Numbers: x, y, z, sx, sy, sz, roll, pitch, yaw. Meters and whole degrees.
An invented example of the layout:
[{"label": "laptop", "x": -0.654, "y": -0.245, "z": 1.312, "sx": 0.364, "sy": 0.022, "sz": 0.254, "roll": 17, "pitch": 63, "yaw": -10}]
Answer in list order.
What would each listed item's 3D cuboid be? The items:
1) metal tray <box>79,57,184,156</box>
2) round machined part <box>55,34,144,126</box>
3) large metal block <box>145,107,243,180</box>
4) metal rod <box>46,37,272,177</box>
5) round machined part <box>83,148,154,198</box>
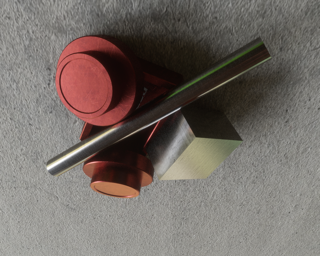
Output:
[{"label": "metal tray", "x": -0.037, "y": -0.022, "z": 0.386, "sx": 0.091, "sy": 0.030, "sz": 0.129, "roll": 19, "pitch": 128, "yaw": -16}, {"label": "round machined part", "x": -0.070, "y": -0.048, "z": 0.330, "sx": 0.098, "sy": 0.042, "sz": 0.097, "roll": 7, "pitch": 111, "yaw": 19}, {"label": "large metal block", "x": 0.042, "y": 0.021, "z": 0.392, "sx": 0.081, "sy": 0.050, "sz": 0.080, "roll": 6, "pitch": 134, "yaw": -37}, {"label": "metal rod", "x": -0.019, "y": -0.013, "z": 0.359, "sx": 0.300, "sy": 0.025, "sz": 0.025, "roll": -28, "pitch": 125, "yaw": 22}, {"label": "round machined part", "x": -0.059, "y": 0.067, "z": 0.432, "sx": 0.099, "sy": 0.042, "sz": 0.098, "roll": 6, "pitch": 151, "yaw": 4}]
